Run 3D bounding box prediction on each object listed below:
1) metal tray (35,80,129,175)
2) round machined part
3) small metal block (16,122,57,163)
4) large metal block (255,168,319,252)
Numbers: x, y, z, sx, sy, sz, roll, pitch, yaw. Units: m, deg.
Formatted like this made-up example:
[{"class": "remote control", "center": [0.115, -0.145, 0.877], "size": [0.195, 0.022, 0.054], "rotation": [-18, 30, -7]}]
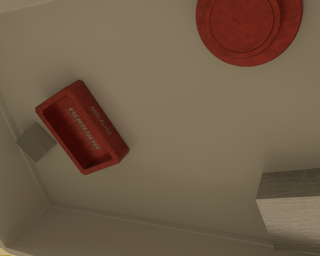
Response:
[{"class": "metal tray", "center": [-0.117, 0.003, 0.466], "size": [0.090, 0.030, 0.130], "rotation": [-23, 107, 36]}, {"class": "round machined part", "center": [0.080, -0.104, 0.291], "size": [0.098, 0.042, 0.097], "rotation": [13, 124, 20]}, {"class": "small metal block", "center": [-0.213, 0.026, 0.534], "size": [0.050, 0.025, 0.050], "rotation": [48, 128, -6]}, {"class": "large metal block", "center": [0.168, 0.097, 0.364], "size": [0.080, 0.050, 0.080], "rotation": [-12, 113, 33]}]
